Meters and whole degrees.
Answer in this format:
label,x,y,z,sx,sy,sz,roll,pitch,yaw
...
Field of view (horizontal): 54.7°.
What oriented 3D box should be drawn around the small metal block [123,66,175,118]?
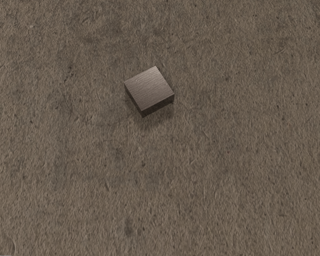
label,x,y,z,sx,sy,sz,roll,pitch,yaw
small metal block,-0.015,-0.050,0.426,0.050,0.025,0.050,-29,73,-10
